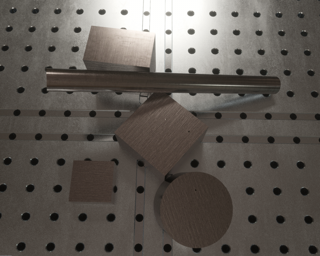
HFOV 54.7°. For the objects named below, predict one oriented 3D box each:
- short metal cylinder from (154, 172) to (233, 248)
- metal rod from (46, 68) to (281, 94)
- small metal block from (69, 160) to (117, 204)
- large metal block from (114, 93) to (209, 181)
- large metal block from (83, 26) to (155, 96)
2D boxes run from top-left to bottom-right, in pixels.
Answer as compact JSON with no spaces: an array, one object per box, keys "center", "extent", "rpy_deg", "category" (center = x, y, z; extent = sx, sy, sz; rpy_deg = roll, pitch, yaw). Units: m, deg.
[{"center":[0.036,0.091,0.356],"extent":[0.081,0.050,0.080],"rpy_deg":[1,81,-9],"category":"short metal cylinder"},{"center":[0.020,-0.056,0.385],"extent":[0.303,0.025,0.025],"rpy_deg":[-2,69,-20],"category":"metal rod"},{"center":[-0.082,0.068,0.386],"extent":[0.050,0.025,0.050],"rpy_deg":[1,70,0],"category":"small metal block"},{"center":[0.002,0.010,0.395],"extent":[0.080,0.050,0.080],"rpy_deg":[40,74,13],"category":"large metal block"},{"center":[-0.049,-0.086,0.413],"extent":[0.080,0.080,0.050],"rpy_deg":[7,70,2],"category":"large metal block"}]
